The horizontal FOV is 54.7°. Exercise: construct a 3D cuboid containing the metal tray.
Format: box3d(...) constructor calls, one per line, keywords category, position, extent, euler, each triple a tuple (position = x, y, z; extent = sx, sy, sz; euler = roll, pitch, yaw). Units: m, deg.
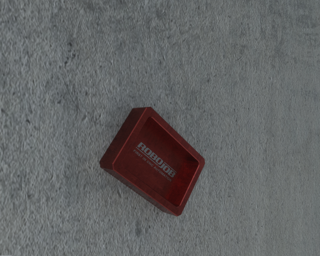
box3d(category="metal tray", position=(-0.003, 0.045, 0.402), extent=(0.130, 0.030, 0.090), euler=(43, 64, -32))
